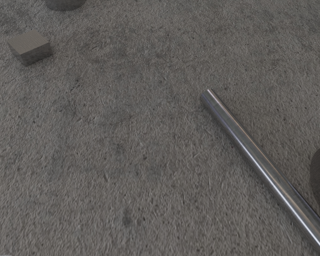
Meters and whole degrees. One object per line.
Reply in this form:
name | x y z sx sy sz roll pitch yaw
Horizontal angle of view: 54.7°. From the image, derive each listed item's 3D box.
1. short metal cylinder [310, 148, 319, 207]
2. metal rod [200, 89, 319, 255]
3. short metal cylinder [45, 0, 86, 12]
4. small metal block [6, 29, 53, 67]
short metal cylinder | 0.203 0.056 0.322 0.050 0.080 0.080 -6 50 -5
metal rod | 0.130 0.058 0.354 0.025 0.025 0.300 -19 53 -16
short metal cylinder | -0.194 -0.276 0.618 0.081 0.050 0.080 0 50 0
small metal block | -0.215 -0.133 0.513 0.050 0.025 0.050 -35 58 -26
